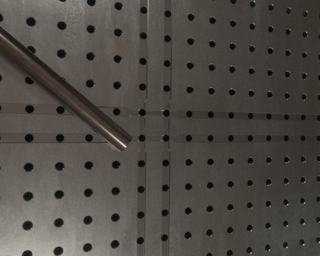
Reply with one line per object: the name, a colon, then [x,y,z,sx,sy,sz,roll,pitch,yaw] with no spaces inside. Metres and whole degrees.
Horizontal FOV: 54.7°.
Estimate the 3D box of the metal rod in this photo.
metal rod: [-0.152,-0.075,0.356,0.300,0.025,0.025,42,77,-16]
